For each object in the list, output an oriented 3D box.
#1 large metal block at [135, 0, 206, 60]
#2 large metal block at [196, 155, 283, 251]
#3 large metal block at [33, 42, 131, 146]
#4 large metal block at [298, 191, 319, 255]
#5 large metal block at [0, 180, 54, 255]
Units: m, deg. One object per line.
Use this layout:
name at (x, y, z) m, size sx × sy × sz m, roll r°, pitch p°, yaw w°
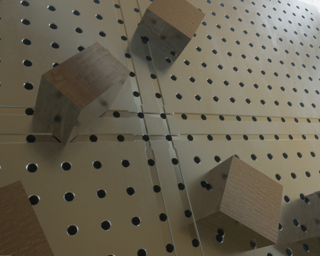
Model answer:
large metal block at (0.018, -0.173, 0.509) m, size 0.080 × 0.050 × 0.080 m, roll 33°, pitch 51°, yaw -7°
large metal block at (0.102, 0.095, 0.391) m, size 0.080 × 0.050 × 0.080 m, roll 32°, pitch 51°, yaw -8°
large metal block at (-0.089, -0.038, 0.349) m, size 0.050 × 0.080 × 0.080 m, roll 42°, pitch 51°, yaw 0°
large metal block at (0.253, 0.145, 0.443) m, size 0.080 × 0.050 × 0.080 m, roll 37°, pitch 51°, yaw -4°
large metal block at (-0.142, 0.101, 0.254) m, size 0.081 × 0.050 × 0.080 m, roll -20°, pitch 73°, yaw -36°
